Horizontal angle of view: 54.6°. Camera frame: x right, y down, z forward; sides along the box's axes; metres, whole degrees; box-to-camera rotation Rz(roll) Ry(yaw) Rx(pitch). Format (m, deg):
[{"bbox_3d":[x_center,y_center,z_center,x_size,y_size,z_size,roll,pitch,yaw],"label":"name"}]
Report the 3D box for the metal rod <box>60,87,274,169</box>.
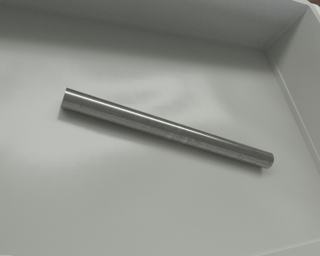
[{"bbox_3d":[0.023,0.006,0.412,0.302,0.025,0.025,17,55,-18],"label":"metal rod"}]
